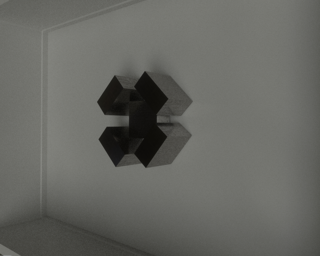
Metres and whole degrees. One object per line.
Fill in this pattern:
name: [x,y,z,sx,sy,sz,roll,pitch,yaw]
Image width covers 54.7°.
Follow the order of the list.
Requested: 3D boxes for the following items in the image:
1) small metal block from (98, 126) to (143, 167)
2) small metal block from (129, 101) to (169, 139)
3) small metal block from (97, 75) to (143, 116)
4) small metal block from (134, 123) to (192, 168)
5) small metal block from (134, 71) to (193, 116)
small metal block: [-0.048,0.024,0.428,0.050,0.050,0.025,53,122,27]
small metal block: [-0.015,-0.011,0.417,0.050,0.025,0.050,1,91,40]
small metal block: [-0.050,-0.043,0.429,0.050,0.050,0.025,-50,60,29]
small metal block: [0.004,0.021,0.384,0.025,0.050,0.050,47,117,28]
small metal block: [0.005,-0.042,0.384,0.025,0.050,0.050,-52,61,27]
